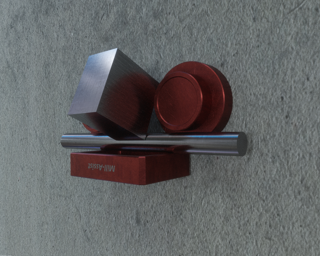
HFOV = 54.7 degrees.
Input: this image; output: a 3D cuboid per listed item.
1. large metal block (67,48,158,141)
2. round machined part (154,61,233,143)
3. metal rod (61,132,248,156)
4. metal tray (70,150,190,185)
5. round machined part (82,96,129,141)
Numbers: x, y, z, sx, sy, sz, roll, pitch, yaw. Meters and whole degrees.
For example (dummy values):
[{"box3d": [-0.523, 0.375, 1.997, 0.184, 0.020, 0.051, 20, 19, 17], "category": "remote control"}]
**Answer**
[{"box3d": [-0.052, -0.037, 0.377, 0.050, 0.080, 0.080, -3, 65, 39], "category": "large metal block"}, {"box3d": [0.032, -0.031, 0.366, 0.098, 0.042, 0.097, 0, 90, 39], "category": "round machined part"}, {"box3d": [-0.033, 0.019, 0.405, 0.300, 0.025, 0.025, -1, 89, 39], "category": "metal rod"}, {"box3d": [-0.040, 0.046, 0.394, 0.130, 0.091, 0.030, -1, 89, 39], "category": "metal tray"}, {"box3d": [-0.081, -0.027, 0.458, 0.098, 0.042, 0.097, 0, 90, 39], "category": "round machined part"}]
